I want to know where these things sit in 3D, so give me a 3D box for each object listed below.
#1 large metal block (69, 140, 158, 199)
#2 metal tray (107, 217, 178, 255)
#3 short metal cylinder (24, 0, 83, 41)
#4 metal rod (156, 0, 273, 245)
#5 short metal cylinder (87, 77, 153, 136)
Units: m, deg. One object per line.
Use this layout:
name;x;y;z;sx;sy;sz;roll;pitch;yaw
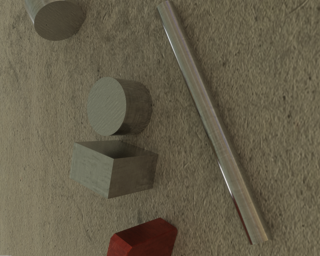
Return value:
large metal block;-0.062;0.051;0.421;0.080;0.081;0.050;16;100;39
metal tray;-0.030;0.185;0.387;0.030;0.091;0.129;22;104;38
short metal cylinder;-0.175;-0.193;0.514;0.080;0.081;0.050;-45;63;31
metal rod;0.056;-0.020;0.358;0.025;0.025;0.299;-31;71;36
short metal cylinder;-0.057;-0.029;0.436;0.080;0.050;0.079;0;90;40
